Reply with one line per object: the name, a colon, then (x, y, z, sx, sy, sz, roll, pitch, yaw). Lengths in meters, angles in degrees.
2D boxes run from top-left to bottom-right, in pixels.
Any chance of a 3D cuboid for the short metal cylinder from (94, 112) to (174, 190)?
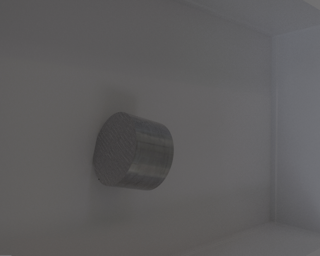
short metal cylinder: (-0.031, 0.027, 0.344, 0.050, 0.080, 0.080, 17, 80, -39)
